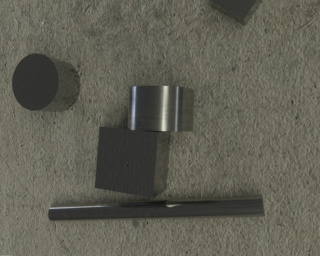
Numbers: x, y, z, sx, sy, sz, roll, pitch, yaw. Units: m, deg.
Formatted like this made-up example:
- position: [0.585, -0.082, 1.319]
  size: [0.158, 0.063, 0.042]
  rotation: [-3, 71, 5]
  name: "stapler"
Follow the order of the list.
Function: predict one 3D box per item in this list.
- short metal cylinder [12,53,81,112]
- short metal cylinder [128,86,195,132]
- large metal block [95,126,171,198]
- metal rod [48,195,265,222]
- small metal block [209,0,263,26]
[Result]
- position: [-0.166, -0.064, 0.454]
  size: [0.080, 0.050, 0.079]
  rotation: [0, 90, 20]
  name: "short metal cylinder"
- position: [0.001, -0.022, 0.379]
  size: [0.080, 0.080, 0.050]
  rotation: [2, 91, 20]
  name: "short metal cylinder"
- position: [-0.034, 0.041, 0.408]
  size: [0.080, 0.050, 0.079]
  rotation: [5, 92, 20]
  name: "large metal block"
- position: [-0.018, 0.110, 0.415]
  size: [0.301, 0.025, 0.025]
  rotation: [-7, 88, 19]
  name: "metal rod"
- position: [0.096, -0.161, 0.375]
  size: [0.050, 0.025, 0.050]
  rotation: [36, 102, 16]
  name: "small metal block"
